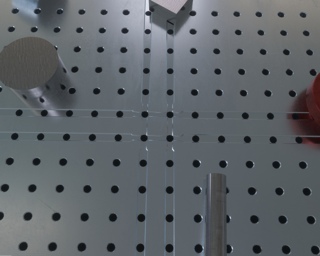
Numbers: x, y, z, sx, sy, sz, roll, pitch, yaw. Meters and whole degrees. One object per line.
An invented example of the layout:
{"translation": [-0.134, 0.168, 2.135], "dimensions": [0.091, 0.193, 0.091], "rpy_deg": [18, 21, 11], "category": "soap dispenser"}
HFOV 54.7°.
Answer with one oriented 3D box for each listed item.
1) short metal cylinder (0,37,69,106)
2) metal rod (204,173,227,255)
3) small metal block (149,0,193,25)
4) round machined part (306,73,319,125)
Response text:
{"translation": [-0.172, -0.077, 0.425], "dimensions": [0.081, 0.050, 0.080], "rpy_deg": [0, 70, 0], "category": "short metal cylinder"}
{"translation": [0.057, 0.194, 0.323], "dimensions": [0.025, 0.025, 0.299], "rpy_deg": [5, 63, 2], "category": "metal rod"}
{"translation": [0.018, -0.198, 0.484], "dimensions": [0.050, 0.025, 0.050], "rpy_deg": [32, 73, 11], "category": "small metal block"}
{"translation": [0.245, -0.033, 0.416], "dimensions": [0.099, 0.042, 0.098], "rpy_deg": [0, 70, 0], "category": "round machined part"}
